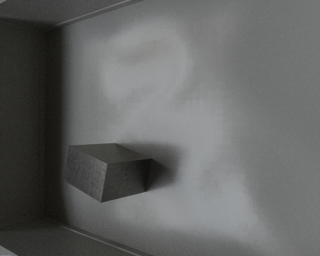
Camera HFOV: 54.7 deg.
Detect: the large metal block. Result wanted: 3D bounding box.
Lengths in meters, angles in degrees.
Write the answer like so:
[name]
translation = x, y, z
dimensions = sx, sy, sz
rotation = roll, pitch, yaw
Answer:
[large metal block]
translation = -0.072, 0.057, 0.428
dimensions = 0.080, 0.081, 0.050
rotation = 18, 101, 38
